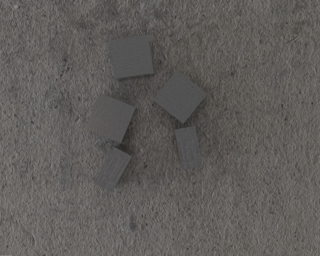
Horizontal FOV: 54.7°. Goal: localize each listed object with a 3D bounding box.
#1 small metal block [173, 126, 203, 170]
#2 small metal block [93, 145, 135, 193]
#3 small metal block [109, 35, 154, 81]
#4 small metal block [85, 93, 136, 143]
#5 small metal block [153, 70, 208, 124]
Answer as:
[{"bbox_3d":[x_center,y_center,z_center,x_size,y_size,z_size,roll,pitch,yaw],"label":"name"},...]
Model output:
[{"bbox_3d":[0.035,0.024,0.398,0.025,0.050,0.050,-11,90,0],"label":"small metal block"},{"bbox_3d":[-0.057,0.050,0.397,0.025,0.050,0.050,29,90,0],"label":"small metal block"},{"bbox_3d":[-0.036,-0.092,0.409,0.050,0.025,0.050,-8,90,0],"label":"small metal block"},{"bbox_3d":[-0.064,-0.013,0.409,0.050,0.025,0.050,22,90,0],"label":"small metal block"},{"bbox_3d":[0.026,-0.040,0.410,0.050,0.025,0.050,39,90,0],"label":"small metal block"}]
